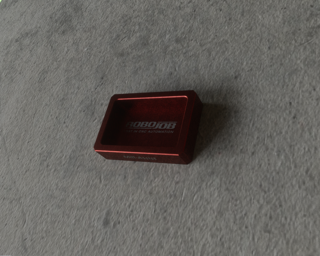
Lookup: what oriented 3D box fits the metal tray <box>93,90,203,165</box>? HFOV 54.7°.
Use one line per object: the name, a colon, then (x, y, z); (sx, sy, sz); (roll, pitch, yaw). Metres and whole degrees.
metal tray: (-0.016, -0.002, 0.408); (0.130, 0.030, 0.090); (0, 62, 28)
